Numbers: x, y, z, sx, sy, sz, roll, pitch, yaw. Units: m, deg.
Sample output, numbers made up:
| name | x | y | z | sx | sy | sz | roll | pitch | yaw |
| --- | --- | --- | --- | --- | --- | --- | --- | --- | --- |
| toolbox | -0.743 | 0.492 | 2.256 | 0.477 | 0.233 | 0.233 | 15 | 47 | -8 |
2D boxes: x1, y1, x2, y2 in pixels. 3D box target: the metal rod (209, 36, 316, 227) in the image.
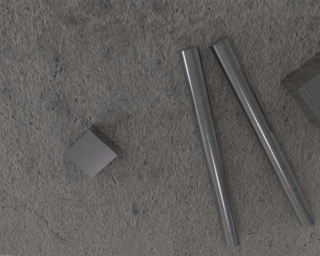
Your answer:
| name | x | y | z | sx | sy | sz | roll | pitch | yaw |
| --- | --- | --- | --- | --- | --- | --- | --- | --- | --- |
| metal rod | 0.145 | 0.017 | 0.417 | 0.025 | 0.025 | 0.299 | -28 | 108 | 10 |

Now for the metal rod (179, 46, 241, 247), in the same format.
| name | x | y | z | sx | sy | sz | roll | pitch | yaw |
| --- | --- | --- | --- | --- | --- | --- | --- | --- | --- |
| metal rod | 0.073 | 0.039 | 0.424 | 0.025 | 0.025 | 0.298 | -14 | 110 | 5 |

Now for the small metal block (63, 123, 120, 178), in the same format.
| name | x | y | z | sx | sy | sz | roll | pitch | yaw |
| --- | --- | --- | --- | --- | --- | --- | --- | --- | --- |
| small metal block | -0.092 | 0.031 | 0.420 | 0.050 | 0.025 | 0.050 | -42 | 105 | 13 |

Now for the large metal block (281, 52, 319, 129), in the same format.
| name | x | y | z | sx | sy | sz | roll | pitch | yaw |
| --- | --- | --- | --- | --- | --- | --- | --- | --- | --- |
| large metal block | 0.214 | -0.048 | 0.381 | 0.080 | 0.050 | 0.080 | -39 | 106 | 13 |
